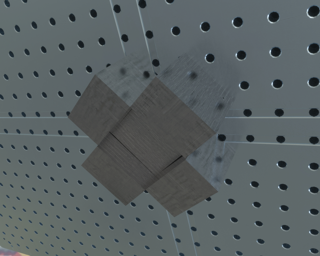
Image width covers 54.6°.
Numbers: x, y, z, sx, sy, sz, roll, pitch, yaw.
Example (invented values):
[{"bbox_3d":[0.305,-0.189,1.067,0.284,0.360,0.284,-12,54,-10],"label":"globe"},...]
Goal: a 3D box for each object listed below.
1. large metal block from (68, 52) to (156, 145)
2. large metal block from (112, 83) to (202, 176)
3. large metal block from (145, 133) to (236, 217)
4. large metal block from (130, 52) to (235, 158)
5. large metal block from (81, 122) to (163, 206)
[{"bbox_3d":[-0.055,-0.037,0.383,0.050,0.080,0.080,44,129,-2],"label":"large metal block"},{"bbox_3d":[-0.001,0.002,0.396,0.080,0.050,0.080,45,131,-1],"label":"large metal block"},{"bbox_3d":[0.039,0.053,0.390,0.050,0.080,0.080,45,129,-3],"label":"large metal block"},{"bbox_3d":[0.028,-0.028,0.344,0.080,0.080,0.050,43,129,-2],"label":"large metal block"},{"bbox_3d":[-0.045,0.044,0.427,0.080,0.080,0.050,43,129,-2],"label":"large metal block"}]
